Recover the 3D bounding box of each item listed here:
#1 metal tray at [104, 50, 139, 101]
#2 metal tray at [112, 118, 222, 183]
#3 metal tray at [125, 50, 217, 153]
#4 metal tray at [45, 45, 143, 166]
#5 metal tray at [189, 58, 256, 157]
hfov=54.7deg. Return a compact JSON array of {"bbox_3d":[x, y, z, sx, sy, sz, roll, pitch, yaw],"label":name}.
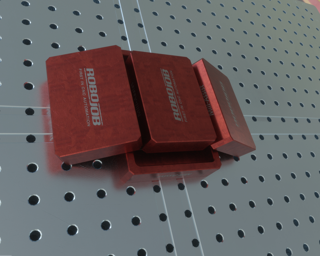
[{"bbox_3d":[-0.012,-0.061,0.437,0.131,0.030,0.090,0,62,-28],"label":"metal tray"},{"bbox_3d":[0.009,0.019,0.400,0.131,0.030,0.090,0,62,-28],"label":"metal tray"},{"bbox_3d":[0.010,-0.035,0.394,0.091,0.030,0.130,0,62,-29],"label":"metal tray"},{"bbox_3d":[-0.078,-0.030,0.359,0.091,0.030,0.130,-12,66,-6],"label":"metal tray"},{"bbox_3d":[0.088,-0.028,0.447,0.090,0.030,0.130,19,49,-51],"label":"metal tray"}]
